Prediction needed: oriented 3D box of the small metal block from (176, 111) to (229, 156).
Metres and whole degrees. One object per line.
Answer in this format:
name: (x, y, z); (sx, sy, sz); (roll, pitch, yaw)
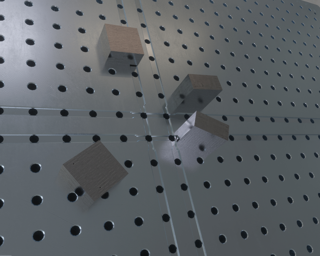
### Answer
small metal block: (0.057, 0.009, 0.417); (0.050, 0.050, 0.025); (23, 53, -14)

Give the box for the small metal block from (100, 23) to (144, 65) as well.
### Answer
small metal block: (-0.056, -0.121, 0.452); (0.050, 0.025, 0.050); (-1, 62, -29)

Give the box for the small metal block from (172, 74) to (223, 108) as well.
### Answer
small metal block: (0.054, -0.053, 0.452); (0.050, 0.050, 0.025); (-2, 63, -29)

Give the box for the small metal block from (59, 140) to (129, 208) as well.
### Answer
small metal block: (-0.072, 0.050, 0.339); (0.050, 0.025, 0.050); (48, 51, 5)
